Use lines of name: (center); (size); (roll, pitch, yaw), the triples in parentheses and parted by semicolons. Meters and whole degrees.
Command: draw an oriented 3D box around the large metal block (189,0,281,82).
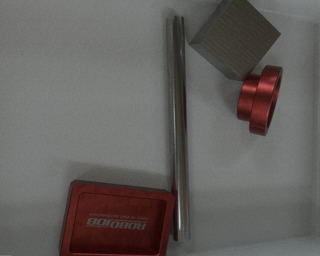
large metal block: (0.101, -0.122, 0.426); (0.080, 0.050, 0.080); (36, 93, -17)

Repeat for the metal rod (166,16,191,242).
metal rod: (0.025, 0.002, 0.420); (0.025, 0.025, 0.298); (-2, 91, -20)

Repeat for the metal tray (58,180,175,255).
metal tray: (-0.052, 0.118, 0.389); (0.131, 0.030, 0.089); (10, 86, -20)

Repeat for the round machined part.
round machined part: (0.138, -0.040, 0.436); (0.042, 0.098, 0.098); (15, 83, 23)
